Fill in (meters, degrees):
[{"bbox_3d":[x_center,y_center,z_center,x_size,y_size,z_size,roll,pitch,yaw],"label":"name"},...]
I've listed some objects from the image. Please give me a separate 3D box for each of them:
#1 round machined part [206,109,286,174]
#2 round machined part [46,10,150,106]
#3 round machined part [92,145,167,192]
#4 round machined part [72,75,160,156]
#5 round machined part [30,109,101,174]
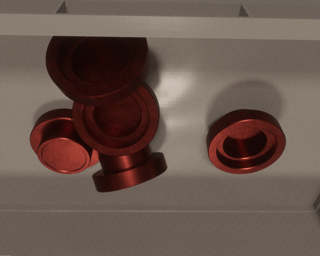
[{"bbox_3d":[0.110,0.014,0.411,0.099,0.042,0.097,-1,130,0],"label":"round machined part"},{"bbox_3d":[-0.059,-0.066,0.313,0.099,0.098,0.042,-4,159,3],"label":"round machined part"},{"bbox_3d":[-0.043,0.047,0.414,0.098,0.098,0.042,-16,93,13],"label":"round machined part"},{"bbox_3d":[-0.049,-0.019,0.368,0.099,0.042,0.097,1,110,2],"label":"round machined part"},{"bbox_3d":[-0.125,0.025,0.417,0.099,0.042,0.097,-1,130,0],"label":"round machined part"}]
